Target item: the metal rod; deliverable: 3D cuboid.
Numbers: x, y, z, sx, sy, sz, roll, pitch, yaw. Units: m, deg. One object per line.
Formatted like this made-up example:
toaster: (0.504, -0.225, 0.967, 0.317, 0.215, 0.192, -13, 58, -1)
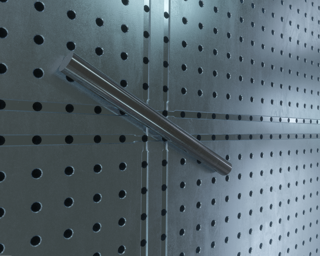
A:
metal rod: (0.003, -0.003, 0.414, 0.301, 0.025, 0.025, 34, 69, -35)
